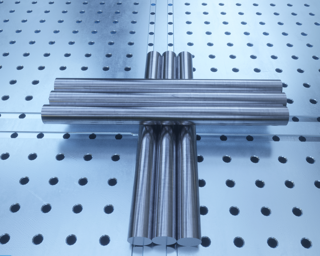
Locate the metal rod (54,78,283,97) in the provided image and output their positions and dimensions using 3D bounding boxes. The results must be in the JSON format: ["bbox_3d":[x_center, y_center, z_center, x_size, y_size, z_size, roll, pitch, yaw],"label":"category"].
[{"bbox_3d":[0.011,-0.055,0.421,0.302,0.025,0.025,0,50,0],"label":"metal rod"}]

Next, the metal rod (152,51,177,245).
[{"bbox_3d":[0.010,-0.001,0.409,0.025,0.025,0.300,2,50,1],"label":"metal rod"}]

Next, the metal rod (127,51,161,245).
[{"bbox_3d":[-0.015,-0.001,0.408,0.025,0.025,0.300,2,50,1],"label":"metal rod"}]

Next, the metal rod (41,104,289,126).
[{"bbox_3d":[0.006,-0.016,0.389,0.302,0.025,0.025,0,50,0],"label":"metal rod"}]

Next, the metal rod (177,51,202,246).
[{"bbox_3d":[0.035,0.000,0.408,0.025,0.025,0.300,2,50,1],"label":"metal rod"}]

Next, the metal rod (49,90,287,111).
[{"bbox_3d":[0.010,-0.035,0.405,0.302,0.025,0.025,0,50,0],"label":"metal rod"}]
